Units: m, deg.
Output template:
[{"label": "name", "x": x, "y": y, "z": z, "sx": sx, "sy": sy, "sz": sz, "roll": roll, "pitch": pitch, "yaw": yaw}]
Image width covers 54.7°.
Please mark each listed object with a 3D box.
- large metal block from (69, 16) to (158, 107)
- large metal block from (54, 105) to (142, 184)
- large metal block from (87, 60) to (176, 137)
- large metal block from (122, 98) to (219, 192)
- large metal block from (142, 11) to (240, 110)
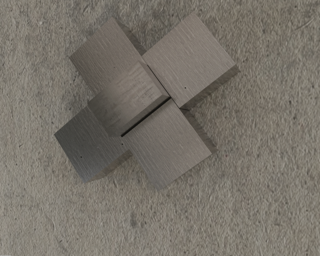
[{"label": "large metal block", "x": -0.060, "y": -0.085, "z": 0.416, "sx": 0.080, "sy": 0.050, "sz": 0.080, "roll": -38, "pitch": 78, "yaw": 15}, {"label": "large metal block", "x": -0.082, "y": 0.017, "z": 0.424, "sx": 0.080, "sy": 0.050, "sz": 0.080, "roll": -38, "pitch": 78, "yaw": 15}, {"label": "large metal block", "x": -0.028, "y": -0.033, "z": 0.390, "sx": 0.080, "sy": 0.080, "sz": 0.050, "roll": -38, "pitch": 78, "yaw": 16}, {"label": "large metal block", "x": 0.014, "y": 0.020, "z": 0.390, "sx": 0.080, "sy": 0.050, "sz": 0.080, "roll": -38, "pitch": 78, "yaw": 15}, {"label": "large metal block", "x": 0.039, "y": -0.079, "z": 0.382, "sx": 0.080, "sy": 0.050, "sz": 0.080, "roll": -38, "pitch": 78, "yaw": 15}]
